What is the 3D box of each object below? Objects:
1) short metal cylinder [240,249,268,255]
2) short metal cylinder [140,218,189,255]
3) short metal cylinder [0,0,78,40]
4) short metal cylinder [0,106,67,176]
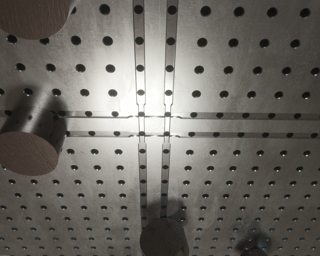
[{"bbox_3d":[0.201,0.296,0.631,0.080,0.080,0.050,-32,123,24],"label":"short metal cylinder"},{"bbox_3d":[0.009,0.210,0.555,0.080,0.080,0.050,-9,130,7],"label":"short metal cylinder"},{"bbox_3d":[-0.118,-0.129,0.284,0.081,0.050,0.079,0,130,0],"label":"short metal cylinder"},{"bbox_3d":[-0.169,0.018,0.408,0.081,0.050,0.079,0,130,0],"label":"short metal cylinder"}]
